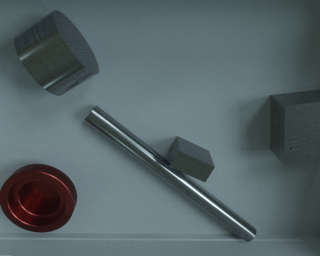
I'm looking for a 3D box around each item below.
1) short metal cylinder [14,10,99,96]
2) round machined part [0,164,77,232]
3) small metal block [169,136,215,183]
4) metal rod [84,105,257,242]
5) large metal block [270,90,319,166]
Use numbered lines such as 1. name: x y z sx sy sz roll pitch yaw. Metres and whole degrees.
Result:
1. short metal cylinder: -0.114 -0.083 0.350 0.050 0.080 0.080 -29 108 10
2. round machined part: -0.165 0.094 0.434 0.099 0.042 0.097 0 110 -1
3. small metal block: 0.041 0.041 0.414 0.050 0.050 0.025 25 108 -9
4. metal rod: 0.023 0.071 0.437 0.301 0.025 0.025 39 105 -14
5. large metal block: 0.192 -0.003 0.400 0.080 0.050 0.079 -6 110 2
